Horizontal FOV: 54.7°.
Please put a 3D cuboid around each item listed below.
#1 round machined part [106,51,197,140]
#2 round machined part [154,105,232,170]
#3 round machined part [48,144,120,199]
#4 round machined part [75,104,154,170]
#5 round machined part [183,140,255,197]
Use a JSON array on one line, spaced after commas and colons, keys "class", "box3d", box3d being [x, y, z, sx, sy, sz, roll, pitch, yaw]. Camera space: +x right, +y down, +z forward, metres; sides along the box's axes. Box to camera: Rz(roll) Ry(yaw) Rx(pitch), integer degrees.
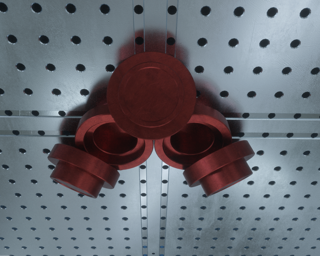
[{"class": "round machined part", "box3d": [-0.009, -0.035, 0.337, 0.099, 0.042, 0.097, 0, 92, -1]}, {"class": "round machined part", "box3d": [0.042, 0.008, 0.408, 0.099, 0.042, 0.097, -1, 130, 0]}, {"class": "round machined part", "box3d": [-0.108, 0.063, 0.422, 0.098, 0.042, 0.098, 20, 158, 9]}, {"class": "round machined part", "box3d": [-0.057, 0.007, 0.405, 0.099, 0.042, 0.097, -1, 130, 0]}, {"class": "round machined part", "box3d": [0.084, 0.058, 0.416, 0.099, 0.042, 0.098, -24, 162, -8]}]
